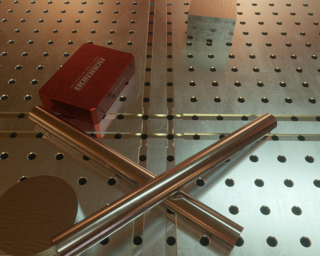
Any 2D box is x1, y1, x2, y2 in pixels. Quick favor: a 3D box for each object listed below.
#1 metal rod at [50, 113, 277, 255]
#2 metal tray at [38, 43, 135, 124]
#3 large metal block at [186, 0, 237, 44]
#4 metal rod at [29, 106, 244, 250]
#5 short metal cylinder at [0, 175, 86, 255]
[{"bbox_3d":[0.030,0.048,0.338,0.302,0.025,0.025,-26,54,-31],"label":"metal rod"},{"bbox_3d":[-0.104,-0.071,0.464,0.090,0.030,0.130,17,52,14],"label":"metal tray"},{"bbox_3d":[0.093,-0.199,0.559,0.080,0.050,0.080,7,50,6],"label":"large metal block"},{"bbox_3d":[-0.045,0.046,0.367,0.300,0.025,0.025,28,55,21],"label":"metal rod"},{"bbox_3d":[-0.118,0.095,0.311,0.081,0.050,0.080,0,50,0],"label":"short metal cylinder"}]
